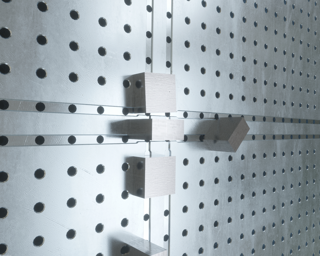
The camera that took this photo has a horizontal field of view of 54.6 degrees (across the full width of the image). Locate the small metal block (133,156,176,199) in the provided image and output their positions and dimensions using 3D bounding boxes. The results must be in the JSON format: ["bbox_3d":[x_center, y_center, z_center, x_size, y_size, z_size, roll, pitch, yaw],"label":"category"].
[{"bbox_3d":[-0.007,0.061,0.403,0.050,0.025,0.050,1,89,-40],"label":"small metal block"}]

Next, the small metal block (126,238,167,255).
[{"bbox_3d":[-0.017,0.169,0.378,0.025,0.050,0.050,-2,91,-40],"label":"small metal block"}]

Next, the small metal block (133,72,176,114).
[{"bbox_3d":[-0.006,-0.044,0.403,0.050,0.025,0.050,-4,92,-40],"label":"small metal block"}]

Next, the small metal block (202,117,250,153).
[{"bbox_3d":[0.101,0.009,0.476,0.050,0.050,0.025,-51,120,-27],"label":"small metal block"}]

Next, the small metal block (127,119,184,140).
[{"bbox_3d":[-0.006,0.002,0.387,0.050,0.050,0.025,1,90,-40],"label":"small metal block"}]
